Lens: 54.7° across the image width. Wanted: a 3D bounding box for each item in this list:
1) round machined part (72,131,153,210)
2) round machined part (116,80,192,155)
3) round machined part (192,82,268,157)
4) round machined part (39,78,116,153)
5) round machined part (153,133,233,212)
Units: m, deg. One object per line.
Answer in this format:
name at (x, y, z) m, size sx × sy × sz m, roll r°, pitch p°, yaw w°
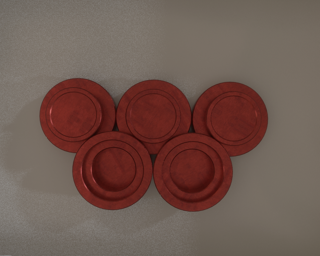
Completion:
round machined part at (-0.058, 0.052, 0.401) m, size 0.099 × 0.042 × 0.097 m, roll 0°, pitch 90°, yaw 0°
round machined part at (-0.008, -0.014, 0.400) m, size 0.099 × 0.042 × 0.097 m, roll 0°, pitch 89°, yaw 0°
round machined part at (0.091, -0.011, 0.401) m, size 0.099 × 0.042 × 0.097 m, roll 0°, pitch 89°, yaw 0°
round machined part at (-0.106, -0.016, 0.399) m, size 0.099 × 0.042 × 0.097 m, roll 0°, pitch 89°, yaw -1°
round machined part at (0.040, 0.054, 0.401) m, size 0.099 × 0.042 × 0.097 m, roll 0°, pitch 90°, yaw 0°
